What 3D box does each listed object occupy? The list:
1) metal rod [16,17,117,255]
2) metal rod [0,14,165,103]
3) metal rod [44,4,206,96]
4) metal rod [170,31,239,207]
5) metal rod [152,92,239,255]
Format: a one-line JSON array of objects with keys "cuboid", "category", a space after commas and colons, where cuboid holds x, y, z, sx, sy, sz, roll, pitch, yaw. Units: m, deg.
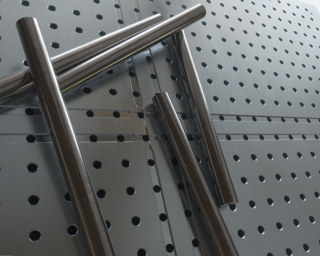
[{"cuboid": [-0.099, 0.015, 0.326, 0.025, 0.025, 0.299, -13, 75, -34], "category": "metal rod"}, {"cuboid": [-0.093, -0.105, 0.422, 0.025, 0.025, 0.302, 48, 51, 5], "category": "metal rod"}, {"cuboid": [-0.031, -0.121, 0.447, 0.025, 0.025, 0.302, 48, 57, 5], "category": "metal rod"}, {"cuboid": [0.058, -0.033, 0.461, 0.025, 0.025, 0.299, 1, 61, -28], "category": "metal rod"}, {"cuboid": [0.054, 0.087, 0.385, 0.025, 0.025, 0.299, -9, 66, -32], "category": "metal rod"}]
